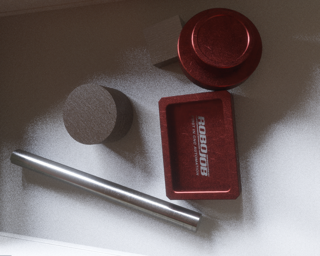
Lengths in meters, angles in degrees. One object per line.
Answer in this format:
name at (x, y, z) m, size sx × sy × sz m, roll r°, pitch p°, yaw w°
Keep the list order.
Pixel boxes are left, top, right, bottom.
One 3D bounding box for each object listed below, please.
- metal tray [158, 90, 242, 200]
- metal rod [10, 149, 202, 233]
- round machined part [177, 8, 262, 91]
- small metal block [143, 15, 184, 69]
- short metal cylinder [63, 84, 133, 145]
metal tray at (0.050, 0.022, 0.389) m, size 0.090 × 0.030 × 0.129 m, roll -5°, pitch 88°, yaw 19°
metal rod at (-0.088, 0.083, 0.440) m, size 0.301 × 0.025 × 0.025 m, roll 15°, pitch 95°, yaw 18°
round machined part at (0.070, -0.096, 0.361) m, size 0.099 × 0.042 × 0.097 m, roll 0°, pitch 81°, yaw 1°
small metal block at (0.011, -0.112, 0.406) m, size 0.050 × 0.025 × 0.050 m, roll -16°, pitch 85°, yaw 19°
short metal cylinder at (-0.084, -0.018, 0.426) m, size 0.080 × 0.050 × 0.079 m, roll 0°, pitch 90°, yaw 19°
